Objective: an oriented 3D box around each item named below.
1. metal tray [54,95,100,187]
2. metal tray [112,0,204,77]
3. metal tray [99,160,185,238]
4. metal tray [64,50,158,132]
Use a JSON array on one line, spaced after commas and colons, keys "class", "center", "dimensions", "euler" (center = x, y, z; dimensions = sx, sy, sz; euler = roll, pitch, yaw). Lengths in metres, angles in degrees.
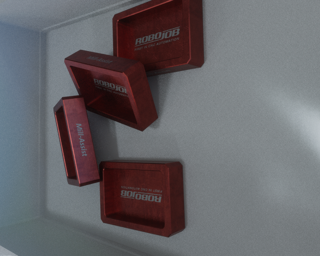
[{"class": "metal tray", "center": [-0.131, 0.022, 0.478], "dimensions": [0.090, 0.030, 0.129], "euler": [-15, 86, 62]}, {"class": "metal tray", "center": [-0.007, -0.117, 0.407], "dimensions": [0.130, 0.030, 0.089], "euler": [-2, 88, 39]}, {"class": "metal tray", "center": [-0.029, 0.091, 0.425], "dimensions": [0.130, 0.030, 0.089], "euler": [-3, 88, 39]}, {"class": "metal tray", "center": [-0.068, -0.054, 0.426], "dimensions": [0.130, 0.030, 0.090], "euler": [20, 139, 38]}]
